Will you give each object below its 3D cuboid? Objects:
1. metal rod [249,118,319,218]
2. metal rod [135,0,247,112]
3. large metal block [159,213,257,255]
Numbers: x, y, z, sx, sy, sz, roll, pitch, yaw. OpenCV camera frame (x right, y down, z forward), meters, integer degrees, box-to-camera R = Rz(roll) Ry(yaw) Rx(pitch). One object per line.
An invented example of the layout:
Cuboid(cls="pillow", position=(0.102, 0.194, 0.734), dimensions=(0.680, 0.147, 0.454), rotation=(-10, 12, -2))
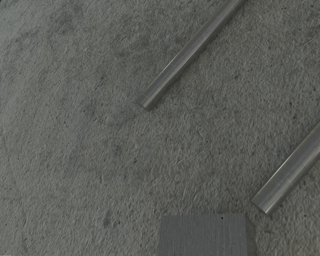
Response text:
Cuboid(cls="metal rod", position=(0.199, -0.030, 0.317), dimensions=(0.300, 0.025, 0.025), rotation=(-47, 52, -5))
Cuboid(cls="metal rod", position=(0.073, -0.143, 0.452), dimensions=(0.300, 0.025, 0.025), rotation=(-49, 52, -7))
Cuboid(cls="large metal block", position=(0.045, 0.126, 0.286), dimensions=(0.080, 0.050, 0.080), rotation=(-9, 58, 23))
